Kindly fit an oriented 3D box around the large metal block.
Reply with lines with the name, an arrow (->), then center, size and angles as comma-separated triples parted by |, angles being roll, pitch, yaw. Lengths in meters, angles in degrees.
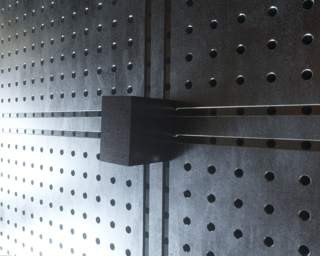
large metal block -> -0.027, 0.002, 0.393 | 0.050, 0.081, 0.079 | 5, 93, 39
